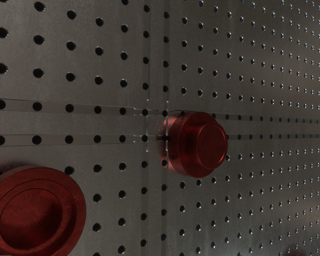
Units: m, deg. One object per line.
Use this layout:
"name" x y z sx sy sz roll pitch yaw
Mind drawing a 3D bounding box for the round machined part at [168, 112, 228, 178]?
"round machined part" 0.062 0.025 0.452 0.099 0.042 0.097 0 91 -40

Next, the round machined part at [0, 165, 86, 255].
"round machined part" -0.125 0.084 0.295 0.099 0.042 0.097 0 90 -40
